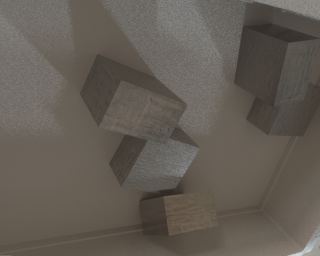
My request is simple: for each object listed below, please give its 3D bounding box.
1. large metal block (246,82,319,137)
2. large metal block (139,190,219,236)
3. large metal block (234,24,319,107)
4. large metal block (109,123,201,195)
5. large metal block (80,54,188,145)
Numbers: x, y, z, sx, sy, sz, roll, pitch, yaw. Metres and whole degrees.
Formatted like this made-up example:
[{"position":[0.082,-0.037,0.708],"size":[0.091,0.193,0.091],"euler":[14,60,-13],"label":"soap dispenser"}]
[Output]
[{"position":[0.193,-0.035,0.476],"size":[0.081,0.050,0.079],"euler":[3,117,-30],"label":"large metal block"},{"position":[0.025,0.125,0.456],"size":[0.081,0.080,0.050],"euler":[-1,74,-28],"label":"large metal block"},{"position":[0.146,-0.084,0.401],"size":[0.050,0.080,0.079],"euler":[-12,124,-22],"label":"large metal block"},{"position":[-0.008,0.038,0.411],"size":[0.080,0.050,0.080],"euler":[19,109,-36],"label":"large metal block"},{"position":[-0.031,-0.031,0.337],"size":[0.081,0.080,0.050],"euler":[17,110,-35],"label":"large metal block"}]
